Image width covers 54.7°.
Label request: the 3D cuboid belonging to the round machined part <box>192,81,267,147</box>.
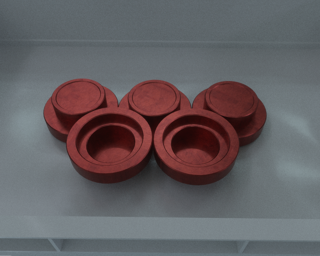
[{"bbox_3d":[0.092,-0.025,0.412,0.099,0.042,0.098,0,49,0],"label":"round machined part"}]

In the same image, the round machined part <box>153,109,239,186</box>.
[{"bbox_3d":[0.041,0.026,0.370,0.099,0.042,0.098,0,50,0],"label":"round machined part"}]

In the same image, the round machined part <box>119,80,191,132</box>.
[{"bbox_3d":[-0.007,-0.027,0.414,0.099,0.042,0.098,0,49,0],"label":"round machined part"}]

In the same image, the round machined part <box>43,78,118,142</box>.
[{"bbox_3d":[-0.105,-0.029,0.414,0.099,0.042,0.098,1,49,-1],"label":"round machined part"}]

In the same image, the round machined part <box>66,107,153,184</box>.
[{"bbox_3d":[-0.057,0.024,0.371,0.099,0.042,0.098,0,50,0],"label":"round machined part"}]
